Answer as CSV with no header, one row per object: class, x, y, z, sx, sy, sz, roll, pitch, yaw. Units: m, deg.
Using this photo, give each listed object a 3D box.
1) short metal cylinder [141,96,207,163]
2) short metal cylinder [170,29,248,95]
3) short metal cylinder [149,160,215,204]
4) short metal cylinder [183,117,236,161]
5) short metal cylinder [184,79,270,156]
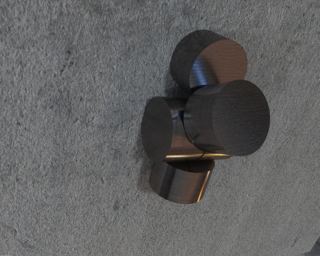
short metal cylinder,0.017,0.002,0.385,0.050,0.080,0.079,1,118,-29
short metal cylinder,0.059,-0.075,0.381,0.081,0.050,0.079,-14,125,-21
short metal cylinder,0.029,0.059,0.427,0.081,0.080,0.050,0,118,-29
short metal cylinder,0.063,0.003,0.410,0.050,0.080,0.079,1,118,-28
short metal cylinder,0.074,-0.010,0.342,0.081,0.050,0.079,0,90,-29
